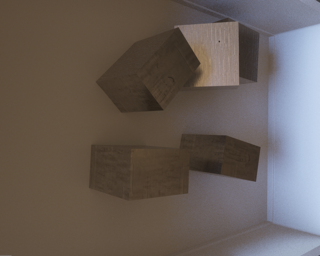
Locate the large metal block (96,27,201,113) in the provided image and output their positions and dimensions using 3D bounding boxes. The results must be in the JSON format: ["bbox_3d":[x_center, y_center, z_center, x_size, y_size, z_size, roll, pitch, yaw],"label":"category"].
[{"bbox_3d":[-0.014,-0.064,0.361,0.080,0.080,0.050,-53,121,-27],"label":"large metal block"}]

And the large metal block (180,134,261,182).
[{"bbox_3d":[0.084,0.042,0.443,0.081,0.080,0.050,17,79,-39],"label":"large metal block"}]

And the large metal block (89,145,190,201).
[{"bbox_3d":[-0.024,0.046,0.353,0.081,0.080,0.050,4,88,-40],"label":"large metal block"}]

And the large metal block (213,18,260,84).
[{"bbox_3d":[0.109,-0.115,0.485,0.081,0.050,0.080,6,86,-40],"label":"large metal block"}]

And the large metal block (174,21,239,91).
[{"bbox_3d":[0.063,-0.093,0.417,0.050,0.080,0.079,-6,95,-80],"label":"large metal block"}]
